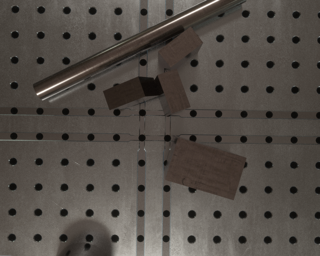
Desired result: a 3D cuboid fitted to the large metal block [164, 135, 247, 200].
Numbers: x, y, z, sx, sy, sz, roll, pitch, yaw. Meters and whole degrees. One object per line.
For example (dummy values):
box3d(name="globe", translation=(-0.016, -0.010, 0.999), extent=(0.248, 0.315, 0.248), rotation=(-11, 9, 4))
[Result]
box3d(name="large metal block", translation=(0.051, 0.046, 0.387), extent=(0.080, 0.080, 0.050), rotation=(17, 90, -1))

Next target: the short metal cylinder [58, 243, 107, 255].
box3d(name="short metal cylinder", translation=(-0.106, 0.197, 0.400), extent=(0.081, 0.050, 0.079), rotation=(0, 90, -1))

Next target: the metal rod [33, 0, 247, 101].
box3d(name="metal rod", translation=(-0.026, -0.114, 0.412), extent=(0.301, 0.025, 0.025), rotation=(-26, 90, -1))

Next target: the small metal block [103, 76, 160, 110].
box3d(name="small metal block", translation=(-0.035, -0.044, 0.393), extent=(0.050, 0.050, 0.025), rotation=(-19, 90, 21))

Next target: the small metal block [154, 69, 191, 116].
box3d(name="small metal block", translation=(0.014, -0.044, 0.400), extent=(0.025, 0.050, 0.050), rotation=(-20, 90, -8))

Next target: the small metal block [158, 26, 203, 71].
box3d(name="small metal block", translation=(0.025, -0.099, 0.401), extent=(0.050, 0.050, 0.025), rotation=(-37, 90, 0))
